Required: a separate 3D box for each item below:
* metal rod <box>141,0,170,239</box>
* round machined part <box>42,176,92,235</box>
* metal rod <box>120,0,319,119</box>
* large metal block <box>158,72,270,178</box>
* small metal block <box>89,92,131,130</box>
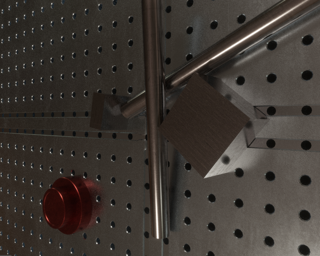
[{"bbox_3d":[-0.004,-0.008,0.385,0.025,0.025,0.298,5,101,39],"label":"metal rod"},{"bbox_3d":[-0.165,0.134,0.531,0.098,0.042,0.097,0,90,39],"label":"round machined part"},{"bbox_3d":[0.060,-0.081,0.358,0.299,0.025,0.025,-28,73,36],"label":"metal rod"},{"bbox_3d":[0.057,-0.004,0.345,0.080,0.050,0.080,47,118,29],"label":"large metal block"},{"bbox_3d":[-0.071,-0.024,0.450,0.025,0.050,0.050,13,99,39],"label":"small metal block"}]
